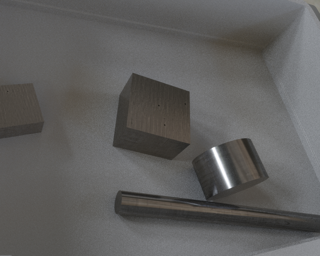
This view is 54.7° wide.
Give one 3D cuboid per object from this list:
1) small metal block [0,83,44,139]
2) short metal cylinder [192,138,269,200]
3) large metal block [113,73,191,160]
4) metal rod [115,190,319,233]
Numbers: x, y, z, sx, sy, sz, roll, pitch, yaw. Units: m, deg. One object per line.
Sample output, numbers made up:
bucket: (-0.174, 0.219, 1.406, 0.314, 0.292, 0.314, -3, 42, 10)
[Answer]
small metal block: (-0.158, -0.019, 0.332, 0.050, 0.025, 0.050, -11, 67, -33)
short metal cylinder: (0.087, 0.053, 0.387, 0.081, 0.080, 0.050, -6, 65, -31)
large metal block: (-0.009, -0.013, 0.394, 0.081, 0.050, 0.080, 16, 55, -20)
metal rod: (0.092, 0.109, 0.390, 0.302, 0.025, 0.025, 12, 57, -22)
